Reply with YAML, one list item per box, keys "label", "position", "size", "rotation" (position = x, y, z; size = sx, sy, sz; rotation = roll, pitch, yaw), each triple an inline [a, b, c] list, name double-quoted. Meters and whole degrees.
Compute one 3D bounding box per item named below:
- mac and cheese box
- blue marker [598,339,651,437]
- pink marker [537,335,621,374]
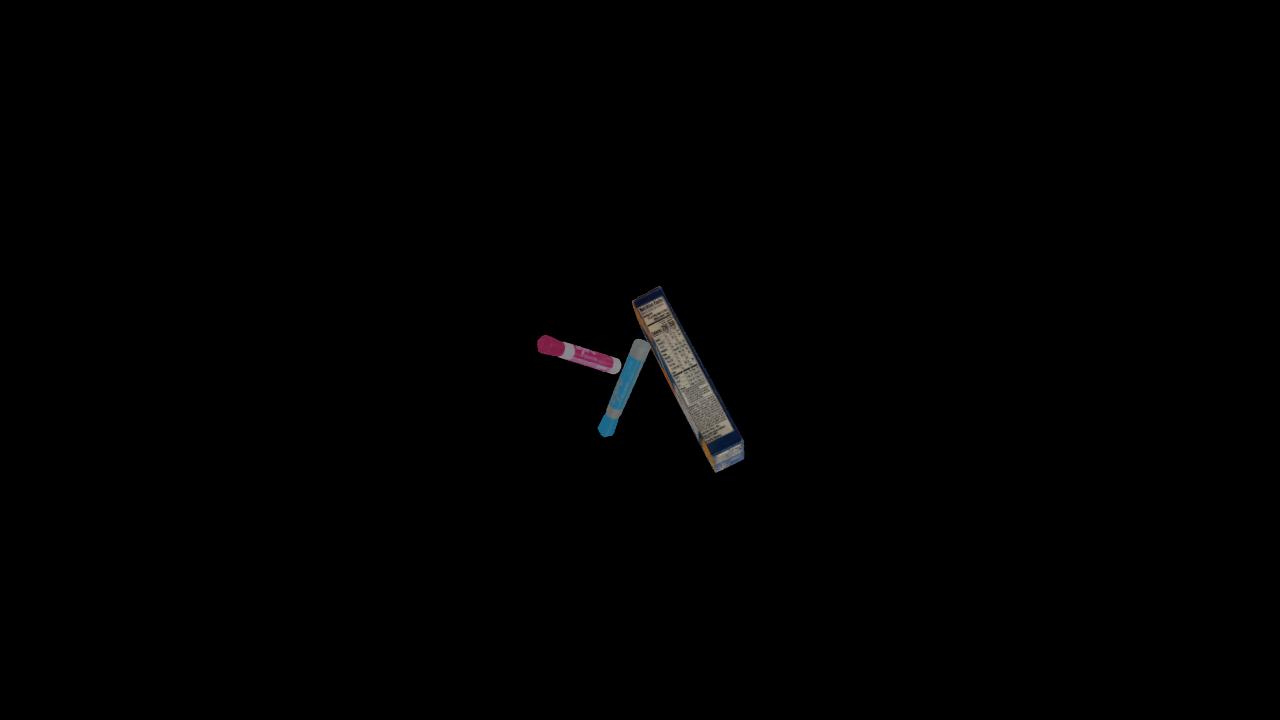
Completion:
- label: "mac and cheese box"
  position: [0.051, 0.022, 0.645]
  size: [0.041, 0.184, 0.093]
  rotation: [-27, -22, 1]
- label: "blue marker"
  position: [-0.018, 0.033, 0.647]
  size: [0.020, 0.121, 0.020]
  rotation: [18, 28, -10]
- label: "pink marker"
  position: [-0.062, -0.005, 0.643]
  size: [0.020, 0.020, 0.121]
  rotation: [0, -11, 36]
